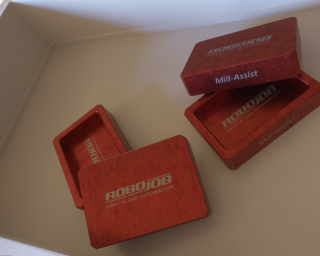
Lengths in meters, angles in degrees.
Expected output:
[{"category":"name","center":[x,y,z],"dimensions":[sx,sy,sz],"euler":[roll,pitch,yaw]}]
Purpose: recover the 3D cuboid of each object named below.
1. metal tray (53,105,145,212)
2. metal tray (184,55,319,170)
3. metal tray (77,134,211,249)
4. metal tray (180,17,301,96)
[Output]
[{"category":"metal tray","center":[-0.087,0.038,0.422],"dimensions":[0.090,0.030,0.130],"euler":[-37,51,2]},{"category":"metal tray","center":[0.105,-0.025,0.361],"dimensions":[0.130,0.030,0.090],"euler":[-38,51,2]},{"category":"metal tray","center":[-0.019,0.071,0.343],"dimensions":[0.130,0.030,0.090],"euler":[-19,71,9]},{"category":"metal tray","center":[0.098,-0.086,0.377],"dimensions":[0.130,0.030,0.090],"euler":[-8,38,29]}]
